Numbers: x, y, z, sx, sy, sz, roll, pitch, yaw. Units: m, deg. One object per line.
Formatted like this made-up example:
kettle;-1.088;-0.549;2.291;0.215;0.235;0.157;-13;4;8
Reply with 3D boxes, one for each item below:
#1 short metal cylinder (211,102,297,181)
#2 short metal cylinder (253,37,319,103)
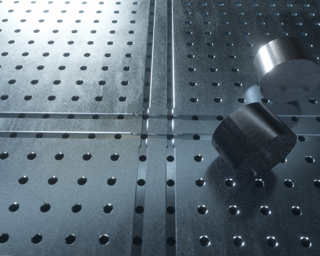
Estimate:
short metal cylinder;0.108;0.017;0.359;0.081;0.080;0.050;-20;53;-16
short metal cylinder;0.179;-0.081;0.441;0.081;0.080;0.050;0;50;0
